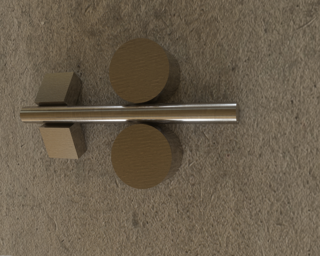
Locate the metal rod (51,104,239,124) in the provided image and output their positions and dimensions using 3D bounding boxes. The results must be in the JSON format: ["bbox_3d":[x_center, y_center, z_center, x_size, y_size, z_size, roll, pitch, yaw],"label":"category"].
[{"bbox_3d":[-0.046,-0.018,0.426,0.301,0.025,0.025,0,90,19],"label":"metal rod"}]

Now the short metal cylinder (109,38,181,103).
[{"bbox_3d":[-0.018,-0.071,0.403,0.080,0.050,0.079,0,90,20],"label":"short metal cylinder"}]

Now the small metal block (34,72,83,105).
[{"bbox_3d":[-0.147,-0.053,0.452,0.050,0.025,0.050,0,63,20],"label":"small metal block"}]

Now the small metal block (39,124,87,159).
[{"bbox_3d":[-0.139,0.016,0.449,0.050,0.025,0.050,1,117,19],"label":"small metal block"}]

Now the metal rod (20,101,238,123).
[{"bbox_3d":[-0.054,-0.019,0.403,0.301,0.025,0.025,0,90,20],"label":"metal rod"}]

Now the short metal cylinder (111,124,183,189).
[{"bbox_3d":[-0.015,0.035,0.402,0.080,0.050,0.079,0,90,20],"label":"short metal cylinder"}]
